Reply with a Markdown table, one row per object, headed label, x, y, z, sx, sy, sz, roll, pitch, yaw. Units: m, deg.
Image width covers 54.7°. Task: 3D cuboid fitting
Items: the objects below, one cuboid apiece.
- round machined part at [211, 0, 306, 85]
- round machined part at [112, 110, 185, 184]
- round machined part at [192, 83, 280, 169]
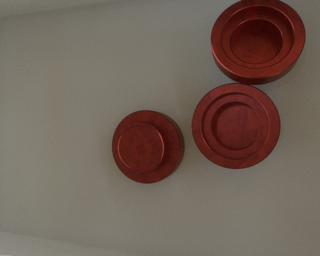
| label | x | y | z | sx | sy | sz | roll | pitch | yaw |
| --- | --- | --- | --- | --- | --- | --- | --- | --- | --- |
| round machined part | 0.109 | -0.095 | 0.354 | 0.098 | 0.042 | 0.098 | -3 | 76 | 12 |
| round machined part | -0.020 | 0.025 | 0.409 | 0.098 | 0.042 | 0.097 | 0 | 90 | 20 |
| round machined part | 0.091 | -0.002 | 0.369 | 0.098 | 0.042 | 0.097 | 0 | 90 | 20 |
